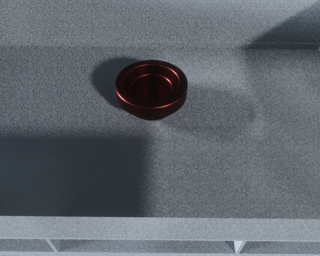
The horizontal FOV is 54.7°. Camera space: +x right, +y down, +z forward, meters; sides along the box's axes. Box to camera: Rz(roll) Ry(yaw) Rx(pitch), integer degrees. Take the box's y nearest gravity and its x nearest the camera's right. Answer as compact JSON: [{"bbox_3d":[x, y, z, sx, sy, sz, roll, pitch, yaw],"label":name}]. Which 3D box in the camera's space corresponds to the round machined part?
[{"bbox_3d":[-0.012,-0.049,0.435,0.099,0.042,0.098,0,50,0],"label":"round machined part"}]
